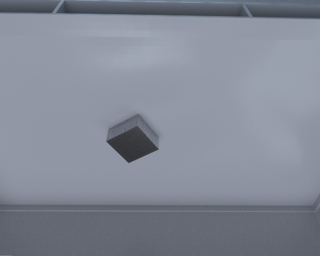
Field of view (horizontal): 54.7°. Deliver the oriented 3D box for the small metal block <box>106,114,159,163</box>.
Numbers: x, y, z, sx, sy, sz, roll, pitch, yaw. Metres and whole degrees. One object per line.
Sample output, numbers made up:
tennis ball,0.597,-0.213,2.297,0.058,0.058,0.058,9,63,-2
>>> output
small metal block,-0.036,0.015,0.422,0.050,0.025,0.050,-26,126,20
